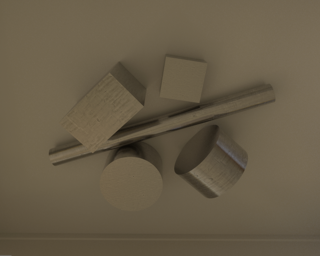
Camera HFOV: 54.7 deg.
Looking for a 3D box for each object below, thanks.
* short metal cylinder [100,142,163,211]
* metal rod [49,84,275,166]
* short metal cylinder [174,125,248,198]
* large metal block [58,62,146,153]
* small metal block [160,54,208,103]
[{"bbox_3d":[-0.037,0.064,0.419,0.081,0.050,0.079,0,110,-1],"label":"short metal cylinder"},{"bbox_3d":[-0.001,-0.002,0.409,0.301,0.025,0.025,-16,110,5],"label":"metal rod"},{"bbox_3d":[0.064,0.042,0.397,0.050,0.080,0.080,41,105,-14],"label":"short metal cylinder"},{"bbox_3d":[-0.064,-0.028,0.370,0.080,0.080,0.050,-41,105,13],"label":"large metal block"},{"bbox_3d":[0.028,-0.062,0.387,0.050,0.025,0.050,8,110,-4],"label":"small metal block"}]
